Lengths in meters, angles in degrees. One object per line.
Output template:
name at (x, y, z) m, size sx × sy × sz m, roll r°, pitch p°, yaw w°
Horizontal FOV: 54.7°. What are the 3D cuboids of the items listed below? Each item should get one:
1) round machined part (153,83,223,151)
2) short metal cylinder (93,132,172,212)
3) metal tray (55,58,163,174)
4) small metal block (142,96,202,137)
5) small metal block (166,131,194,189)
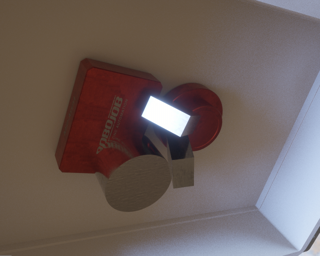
round machined part at (0.044, -0.008, 0.416) m, size 0.099 × 0.042 × 0.097 m, roll -14°, pitch 125°, yaw -21°
short metal cylinder at (-0.033, 0.051, 0.367) m, size 0.081 × 0.050 × 0.079 m, roll -14°, pitch 125°, yaw -21°
metal tray at (-0.061, -0.007, 0.364) m, size 0.091 × 0.030 × 0.129 m, roll 8°, pitch 114°, yaw -32°
small metal block at (0.015, -0.014, 0.358) m, size 0.025 × 0.050 × 0.050 m, roll -65°, pitch 163°, yaw 12°
small metal block at (0.024, 0.037, 0.378) m, size 0.025 × 0.050 × 0.050 m, roll -7°, pitch 130°, yaw -3°
